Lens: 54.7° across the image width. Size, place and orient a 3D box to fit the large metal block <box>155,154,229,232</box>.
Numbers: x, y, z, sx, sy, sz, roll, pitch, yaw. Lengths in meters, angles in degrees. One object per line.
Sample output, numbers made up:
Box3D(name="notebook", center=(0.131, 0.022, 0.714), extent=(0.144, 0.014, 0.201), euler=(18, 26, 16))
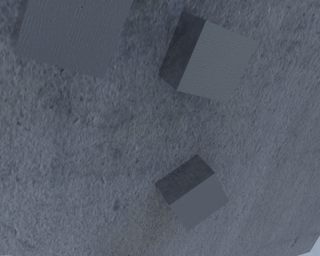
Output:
Box3D(name="large metal block", center=(0.051, 0.102, 0.484), extent=(0.080, 0.050, 0.080), euler=(-34, 129, -6))

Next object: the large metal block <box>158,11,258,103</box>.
Box3D(name="large metal block", center=(0.056, -0.083, 0.372), extent=(0.081, 0.050, 0.079), euler=(9, 114, -33))

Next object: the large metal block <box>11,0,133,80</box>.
Box3D(name="large metal block", center=(-0.082, -0.100, 0.284), extent=(0.081, 0.050, 0.079), euler=(12, 112, -34))
